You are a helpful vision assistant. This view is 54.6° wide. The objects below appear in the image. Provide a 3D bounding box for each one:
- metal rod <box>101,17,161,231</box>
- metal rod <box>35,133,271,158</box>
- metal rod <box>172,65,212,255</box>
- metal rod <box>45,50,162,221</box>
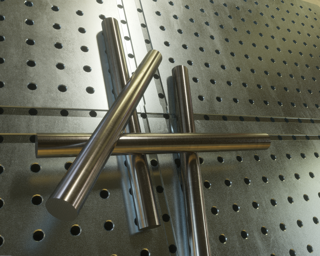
[{"bbox_3d":[-0.043,-0.024,0.398,0.025,0.025,0.299,1,61,-28],"label":"metal rod"},{"bbox_3d":[0.014,0.018,0.370,0.302,0.025,0.025,0,62,-28],"label":"metal rod"},{"bbox_3d":[0.038,0.041,0.402,0.025,0.025,0.299,10,57,-23],"label":"metal rod"},{"bbox_3d":[-0.041,-0.023,0.349,0.025,0.025,0.301,32,36,-8],"label":"metal rod"}]
